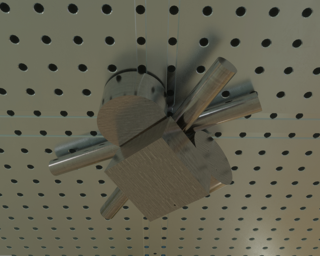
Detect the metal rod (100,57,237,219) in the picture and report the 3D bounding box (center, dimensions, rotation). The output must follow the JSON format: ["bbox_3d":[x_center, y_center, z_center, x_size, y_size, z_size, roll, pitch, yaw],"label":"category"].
[{"bbox_3d":[-0.006,0.033,0.403,0.025,0.025,0.298,24,126,-19],"label":"metal rod"}]

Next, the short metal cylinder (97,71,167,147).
[{"bbox_3d":[-0.032,-0.021,0.373,0.081,0.050,0.079,0,130,0],"label":"short metal cylinder"}]

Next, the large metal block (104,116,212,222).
[{"bbox_3d":[0.000,0.047,0.347,0.080,0.050,0.080,-32,106,25],"label":"large metal block"}]

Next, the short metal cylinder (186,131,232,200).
[{"bbox_3d":[0.052,0.050,0.415,0.050,0.080,0.080,-35,122,27],"label":"short metal cylinder"}]

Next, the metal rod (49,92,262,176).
[{"bbox_3d":[-0.017,0.013,0.418,0.301,0.025,0.025,-18,128,14],"label":"metal rod"}]

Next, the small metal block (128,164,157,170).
[{"bbox_3d":[-0.030,0.054,0.453,0.050,0.025,0.050,-22,127,17],"label":"small metal block"}]
